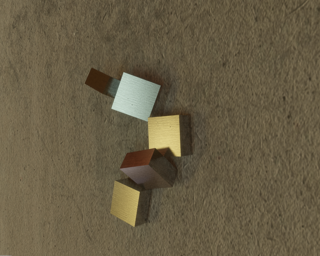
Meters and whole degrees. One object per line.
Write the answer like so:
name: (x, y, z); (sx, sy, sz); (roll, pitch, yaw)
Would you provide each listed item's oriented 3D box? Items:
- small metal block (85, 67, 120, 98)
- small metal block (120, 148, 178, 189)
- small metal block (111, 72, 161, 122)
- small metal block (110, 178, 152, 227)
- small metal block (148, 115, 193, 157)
small metal block: (-0.070, -0.060, 0.440); (0.050, 0.050, 0.025); (30, 98, 43)
small metal block: (-0.014, 0.054, 0.397); (0.050, 0.050, 0.025); (-13, 42, 39)
small metal block: (-0.031, -0.042, 0.411); (0.050, 0.025, 0.050); (20, 100, -2)
small metal block: (-0.041, 0.104, 0.439); (0.050, 0.025, 0.050); (15, 99, 39)
small metal block: (0.013, 0.010, 0.395); (0.050, 0.025, 0.050); (-4, 88, 39)
